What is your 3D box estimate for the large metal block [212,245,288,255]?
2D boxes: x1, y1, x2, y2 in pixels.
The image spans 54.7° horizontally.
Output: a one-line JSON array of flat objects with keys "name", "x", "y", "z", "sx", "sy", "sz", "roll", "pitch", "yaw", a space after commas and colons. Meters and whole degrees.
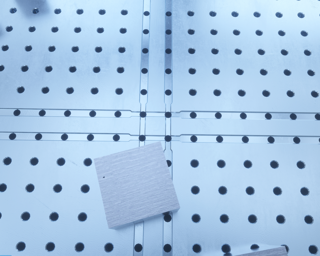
[{"name": "large metal block", "x": 0.100, "y": 0.177, "z": 0.335, "sx": 0.081, "sy": 0.050, "sz": 0.080, "roll": -9, "pitch": 70, "yaw": -4}]

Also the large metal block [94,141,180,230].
[{"name": "large metal block", "x": -0.027, "y": 0.070, "z": 0.373, "sx": 0.081, "sy": 0.050, "sz": 0.080, "roll": -15, "pitch": 71, "yaw": -6}]
